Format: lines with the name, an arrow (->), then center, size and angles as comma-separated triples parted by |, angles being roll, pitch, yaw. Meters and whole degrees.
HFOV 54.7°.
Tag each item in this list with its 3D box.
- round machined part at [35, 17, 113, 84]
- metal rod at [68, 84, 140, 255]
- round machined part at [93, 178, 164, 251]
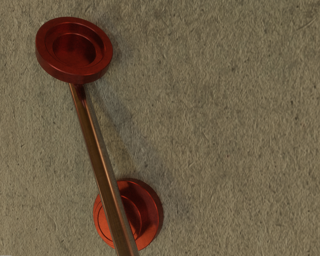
round machined part -> -0.117, -0.100, 0.422 | 0.098, 0.099, 0.042 | 55, 147, 12
metal rod -> -0.082, 0.032, 0.406 | 0.025, 0.025, 0.299 | -28, 69, 18
round machined part -> -0.048, 0.120, 0.417 | 0.098, 0.042, 0.097 | 0, 90, 20
